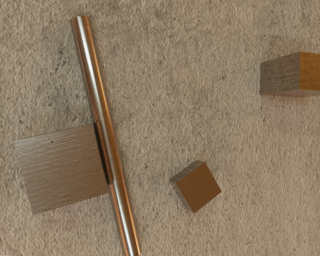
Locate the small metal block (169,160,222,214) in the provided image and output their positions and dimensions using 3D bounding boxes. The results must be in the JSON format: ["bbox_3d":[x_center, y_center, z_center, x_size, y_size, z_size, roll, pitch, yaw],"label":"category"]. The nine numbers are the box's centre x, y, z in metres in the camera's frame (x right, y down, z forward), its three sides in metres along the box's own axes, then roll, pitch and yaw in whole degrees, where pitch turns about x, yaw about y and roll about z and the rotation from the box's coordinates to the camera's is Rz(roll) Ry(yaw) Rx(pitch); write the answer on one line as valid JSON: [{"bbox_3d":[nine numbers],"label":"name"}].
[{"bbox_3d":[0.049,0.080,0.427,0.050,0.025,0.050,-34,101,-17],"label":"small metal block"}]

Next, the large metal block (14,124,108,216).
[{"bbox_3d":[-0.112,0.043,0.355,0.081,0.050,0.080,-14,95,-20],"label":"large metal block"}]

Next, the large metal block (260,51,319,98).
[{"bbox_3d":[0.207,-0.075,0.456,0.081,0.080,0.050,1,90,-20],"label":"large metal block"}]

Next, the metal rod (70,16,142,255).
[{"bbox_3d":[-0.066,0.015,0.385,0.025,0.025,0.298,-13,95,-20],"label":"metal rod"}]
